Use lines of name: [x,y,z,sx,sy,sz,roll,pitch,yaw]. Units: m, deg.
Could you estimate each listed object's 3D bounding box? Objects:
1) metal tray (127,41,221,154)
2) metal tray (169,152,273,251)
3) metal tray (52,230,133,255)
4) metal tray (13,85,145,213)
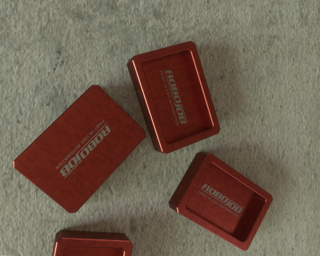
metal tray: [0.020,-0.041,0.414,0.091,0.030,0.129,-20,97,-19]
metal tray: [0.089,0.104,0.440,0.130,0.030,0.090,34,79,-17]
metal tray: [-0.089,0.195,0.374,0.091,0.030,0.129,11,86,-20]
metal tray: [-0.093,0.023,0.373,0.090,0.030,0.130,46,76,-15]
